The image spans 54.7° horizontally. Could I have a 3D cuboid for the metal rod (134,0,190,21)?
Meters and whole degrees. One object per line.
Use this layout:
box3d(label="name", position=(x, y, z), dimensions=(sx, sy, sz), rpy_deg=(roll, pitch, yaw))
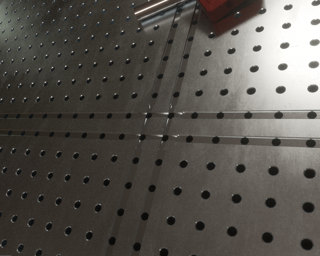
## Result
box3d(label="metal rod", position=(0.096, -0.243, 0.505), dimensions=(0.301, 0.025, 0.025), rpy_deg=(-17, 55, 18))

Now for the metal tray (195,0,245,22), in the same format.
box3d(label="metal tray", position=(0.083, -0.240, 0.479), dimensions=(0.090, 0.030, 0.130), rpy_deg=(-34, 68, 12))
